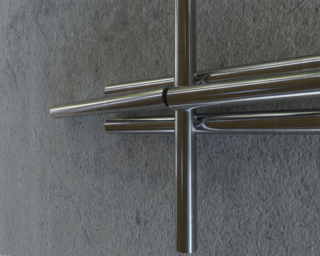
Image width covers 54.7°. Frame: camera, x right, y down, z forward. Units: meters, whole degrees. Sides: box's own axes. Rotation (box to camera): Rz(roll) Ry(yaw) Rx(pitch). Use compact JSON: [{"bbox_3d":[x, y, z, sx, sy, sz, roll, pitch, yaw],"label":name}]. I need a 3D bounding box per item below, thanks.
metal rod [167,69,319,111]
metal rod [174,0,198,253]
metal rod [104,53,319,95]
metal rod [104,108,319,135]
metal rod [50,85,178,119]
[{"bbox_3d":[0.144,-0.038,0.254,0.300,0.025,0.025,-3,88,29],"label":"metal rod"},{"bbox_3d":[0.029,-0.013,0.348,0.025,0.025,0.298,-1,90,39],"label":"metal rod"},{"bbox_3d":[0.043,-0.055,0.369,0.300,0.025,0.025,-1,90,39],"label":"metal rod"},{"bbox_3d":[0.043,-0.005,0.369,0.300,0.025,0.025,-1,90,39],"label":"metal rod"},{"bbox_3d":[-0.087,-0.031,0.443,0.300,0.025,0.025,-2,89,49],"label":"metal rod"}]
